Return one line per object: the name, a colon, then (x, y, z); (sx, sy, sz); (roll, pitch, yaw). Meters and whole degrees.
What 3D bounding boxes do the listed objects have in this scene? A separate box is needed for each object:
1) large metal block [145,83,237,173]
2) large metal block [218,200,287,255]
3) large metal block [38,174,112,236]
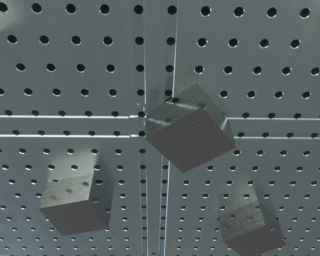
large metal block: (0.039, 0.002, 0.398); (0.080, 0.050, 0.080); (-30, 124, 23)
large metal block: (0.164, 0.183, 0.554); (0.080, 0.050, 0.080); (-32, 124, 24)
large metal block: (-0.133, 0.126, 0.500); (0.080, 0.050, 0.080); (-12, 129, 9)
